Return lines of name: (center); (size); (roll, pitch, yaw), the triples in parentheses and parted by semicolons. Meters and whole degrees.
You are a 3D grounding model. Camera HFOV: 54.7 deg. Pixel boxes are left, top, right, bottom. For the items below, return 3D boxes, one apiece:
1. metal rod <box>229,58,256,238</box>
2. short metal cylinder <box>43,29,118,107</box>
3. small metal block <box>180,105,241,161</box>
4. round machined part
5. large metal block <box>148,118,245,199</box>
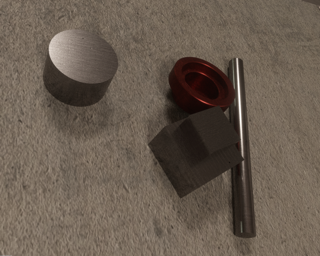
metal rod: (0.120, 0.009, 0.465); (0.025, 0.025, 0.300); (19, 54, -18)
short metal cylinder: (-0.098, -0.073, 0.381); (0.081, 0.050, 0.080); (14, 56, -21)
small metal block: (0.060, 0.005, 0.371); (0.050, 0.025, 0.050); (-19, 72, -35)
round machined part: (0.057, -0.055, 0.453); (0.099, 0.042, 0.098); (16, 46, -18)
large metal block: (0.046, 0.031, 0.395); (0.081, 0.050, 0.080); (-22, 74, -36)
